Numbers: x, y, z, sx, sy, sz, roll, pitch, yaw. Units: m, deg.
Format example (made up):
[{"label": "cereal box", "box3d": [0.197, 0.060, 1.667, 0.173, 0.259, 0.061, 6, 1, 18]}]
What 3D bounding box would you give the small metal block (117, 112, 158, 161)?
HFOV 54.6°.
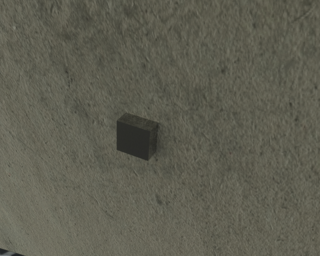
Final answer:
[{"label": "small metal block", "box3d": [-0.032, 0.012, 0.432, 0.050, 0.025, 0.050, 17, 125, 18]}]
